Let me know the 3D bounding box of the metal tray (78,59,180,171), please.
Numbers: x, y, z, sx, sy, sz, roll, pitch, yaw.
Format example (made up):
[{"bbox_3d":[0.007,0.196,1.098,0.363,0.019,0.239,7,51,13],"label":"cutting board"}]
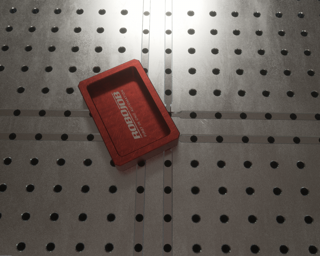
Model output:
[{"bbox_3d":[-0.042,-0.020,0.415,0.091,0.030,0.130,-25,72,-9],"label":"metal tray"}]
